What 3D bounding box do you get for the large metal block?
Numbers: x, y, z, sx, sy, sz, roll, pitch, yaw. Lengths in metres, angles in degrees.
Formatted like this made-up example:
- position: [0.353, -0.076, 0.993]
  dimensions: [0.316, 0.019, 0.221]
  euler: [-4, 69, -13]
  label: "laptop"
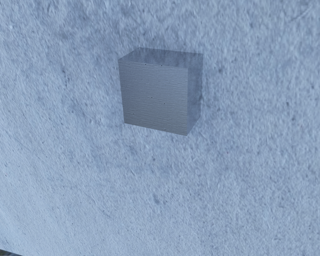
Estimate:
- position: [0.003, -0.044, 0.361]
  dimensions: [0.080, 0.050, 0.079]
  euler: [12, 123, 21]
  label: "large metal block"
